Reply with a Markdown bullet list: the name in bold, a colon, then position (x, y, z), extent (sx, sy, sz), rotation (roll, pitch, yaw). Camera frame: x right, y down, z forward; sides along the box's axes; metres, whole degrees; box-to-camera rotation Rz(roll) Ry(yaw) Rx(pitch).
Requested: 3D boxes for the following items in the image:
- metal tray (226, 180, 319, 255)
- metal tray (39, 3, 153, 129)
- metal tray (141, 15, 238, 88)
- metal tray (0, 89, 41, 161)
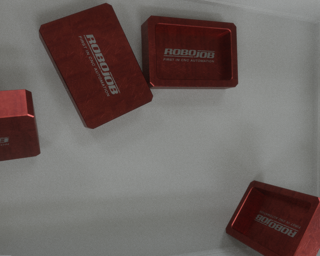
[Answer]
- **metal tray**: position (0.153, 0.125, 0.413), extent (0.030, 0.130, 0.090), rotation (36, 79, -17)
- **metal tray**: position (-0.076, -0.074, 0.380), extent (0.091, 0.030, 0.129), rotation (-28, 99, -18)
- **metal tray**: position (0.042, -0.100, 0.424), extent (0.131, 0.030, 0.089), rotation (-2, 91, -21)
- **metal tray**: position (-0.191, 0.005, 0.303), extent (0.131, 0.089, 0.030), rotation (-7, 62, -20)
